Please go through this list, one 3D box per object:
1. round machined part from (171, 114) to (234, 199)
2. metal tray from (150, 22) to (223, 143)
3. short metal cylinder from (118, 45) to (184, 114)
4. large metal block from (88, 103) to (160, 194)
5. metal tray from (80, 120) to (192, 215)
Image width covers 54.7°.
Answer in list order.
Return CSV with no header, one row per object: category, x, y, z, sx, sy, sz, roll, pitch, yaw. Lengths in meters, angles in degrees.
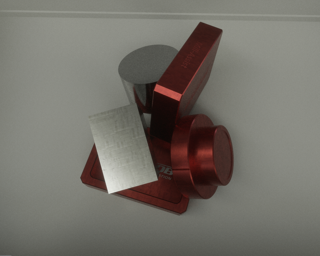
round machined part,0.054,0.032,0.355,0.042,0.098,0.098,-6,67,30
metal tray,0.032,-0.056,0.378,0.030,0.089,0.130,24,56,11
short metal cylinder,-0.008,-0.064,0.402,0.080,0.050,0.080,-7,47,8
large metal block,-0.036,0.022,0.346,0.050,0.080,0.080,-16,87,0
metal tray,-0.020,0.046,0.387,0.131,0.030,0.090,16,71,6
